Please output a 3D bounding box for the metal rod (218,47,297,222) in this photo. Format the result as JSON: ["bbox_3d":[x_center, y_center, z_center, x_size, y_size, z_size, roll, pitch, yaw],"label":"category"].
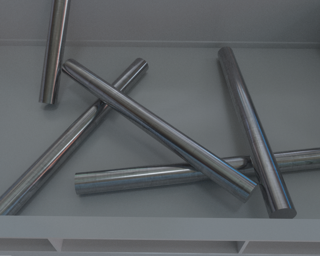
[{"bbox_3d":[0.111,-0.020,0.399,0.025,0.025,0.300,-1,43,-1],"label":"metal rod"}]

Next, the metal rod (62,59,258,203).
[{"bbox_3d":[-0.018,-0.011,0.379,0.300,0.025,0.025,35,58,25],"label":"metal rod"}]

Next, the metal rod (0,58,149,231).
[{"bbox_3d":[-0.102,0.000,0.403,0.025,0.025,0.301,23,54,18],"label":"metal rod"}]

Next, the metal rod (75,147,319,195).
[{"bbox_3d":[0.056,0.049,0.363,0.302,0.025,0.025,-5,50,-5],"label":"metal rod"}]

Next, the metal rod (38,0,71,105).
[{"bbox_3d":[-0.139,-0.182,0.437,0.025,0.025,0.298,8,90,6],"label":"metal rod"}]
